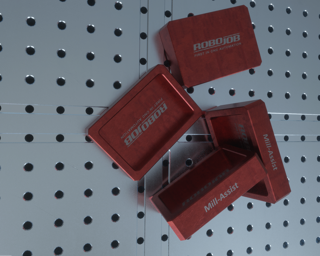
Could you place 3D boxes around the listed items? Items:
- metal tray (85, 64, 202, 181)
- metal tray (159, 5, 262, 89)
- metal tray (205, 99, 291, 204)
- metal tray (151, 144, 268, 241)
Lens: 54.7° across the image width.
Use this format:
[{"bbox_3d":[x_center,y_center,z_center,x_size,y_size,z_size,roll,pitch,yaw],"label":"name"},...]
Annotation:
[{"bbox_3d":[-0.019,-0.008,0.403,0.130,0.030,0.090,-46,105,-15],"label":"metal tray"},{"bbox_3d":[0.074,-0.114,0.439,0.131,0.030,0.089,-19,97,-19],"label":"metal tray"},{"bbox_3d":[0.116,0.031,0.421,0.030,0.090,0.129,-23,98,-25],"label":"metal tray"},{"bbox_3d":[0.058,0.074,0.392,0.130,0.090,0.030,-35,102,-9],"label":"metal tray"}]
